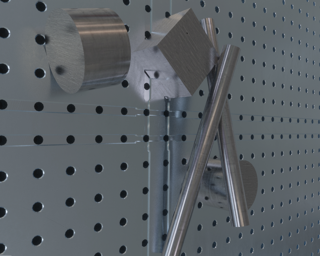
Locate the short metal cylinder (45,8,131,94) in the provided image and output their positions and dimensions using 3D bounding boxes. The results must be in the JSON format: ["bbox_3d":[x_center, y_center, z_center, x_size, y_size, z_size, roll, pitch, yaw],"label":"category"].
[{"bbox_3d":[-0.074,-0.078,0.312,0.050,0.080,0.079,-19,102,-39],"label":"short metal cylinder"}]

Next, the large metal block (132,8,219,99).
[{"bbox_3d":[0.024,-0.097,0.413,0.080,0.050,0.080,52,60,-28],"label":"large metal block"}]

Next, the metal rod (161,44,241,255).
[{"bbox_3d":[0.056,0.033,0.423,0.025,0.025,0.298,17,90,-39],"label":"metal rod"}]

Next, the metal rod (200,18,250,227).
[{"bbox_3d":[0.090,-0.014,0.444,0.025,0.025,0.298,0,78,-40],"label":"metal rod"}]

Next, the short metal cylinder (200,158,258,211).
[{"bbox_3d":[0.108,0.088,0.484,0.081,0.050,0.079,0,91,-40],"label":"short metal cylinder"}]
